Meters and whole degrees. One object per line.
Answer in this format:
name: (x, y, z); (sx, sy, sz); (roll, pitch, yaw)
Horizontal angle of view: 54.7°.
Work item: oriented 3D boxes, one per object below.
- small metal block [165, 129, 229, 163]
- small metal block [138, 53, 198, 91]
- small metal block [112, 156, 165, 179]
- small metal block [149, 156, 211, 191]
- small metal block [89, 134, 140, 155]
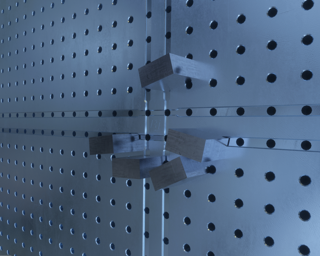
small metal block: (0.043, 0.018, 0.357); (0.050, 0.050, 0.025); (17, 101, 38)
small metal block: (0.010, -0.067, 0.383); (0.050, 0.050, 0.025); (-18, 79, 38)
small metal block: (-0.028, 0.051, 0.414); (0.050, 0.050, 0.025); (-3, 88, 39)
small metal block: (0.024, 0.053, 0.372); (0.050, 0.050, 0.025); (-30, 71, 35)
small metal block: (-0.065, 0.023, 0.445); (0.050, 0.050, 0.025); (-8, 85, 39)
